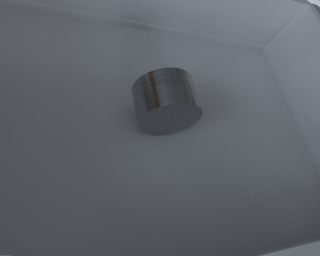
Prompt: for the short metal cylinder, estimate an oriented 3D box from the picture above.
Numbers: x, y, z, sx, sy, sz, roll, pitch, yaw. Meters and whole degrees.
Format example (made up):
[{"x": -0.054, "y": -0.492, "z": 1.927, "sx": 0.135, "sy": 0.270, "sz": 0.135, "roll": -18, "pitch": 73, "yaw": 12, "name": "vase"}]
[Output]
[{"x": 0.008, "y": -0.031, "z": 0.389, "sx": 0.081, "sy": 0.080, "sz": 0.050, "roll": 2, "pitch": 61, "yaw": -27, "name": "short metal cylinder"}]
